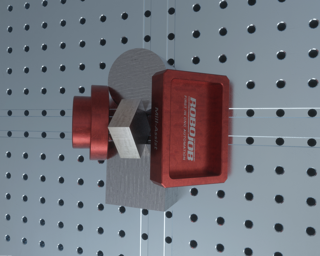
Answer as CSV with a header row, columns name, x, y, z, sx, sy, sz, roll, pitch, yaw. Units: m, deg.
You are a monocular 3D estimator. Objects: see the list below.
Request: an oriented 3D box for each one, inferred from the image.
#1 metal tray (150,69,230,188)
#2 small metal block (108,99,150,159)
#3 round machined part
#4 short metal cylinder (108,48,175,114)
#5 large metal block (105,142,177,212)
name,x,y,z,sx,sy,sz,roll,pitch,yaw
metal tray,0.036,0.001,0.367,0.030,0.091,0.129,2,91,63
small metal block,-0.034,0.001,0.366,0.025,0.050,0.050,0,132,17
round machined part,-0.091,-0.007,0.402,0.042,0.098,0.097,1,91,-13
short metal cylinder,-0.020,-0.059,0.405,0.080,0.050,0.080,0,90,20
large metal block,-0.022,0.059,0.407,0.080,0.050,0.080,2,91,20
